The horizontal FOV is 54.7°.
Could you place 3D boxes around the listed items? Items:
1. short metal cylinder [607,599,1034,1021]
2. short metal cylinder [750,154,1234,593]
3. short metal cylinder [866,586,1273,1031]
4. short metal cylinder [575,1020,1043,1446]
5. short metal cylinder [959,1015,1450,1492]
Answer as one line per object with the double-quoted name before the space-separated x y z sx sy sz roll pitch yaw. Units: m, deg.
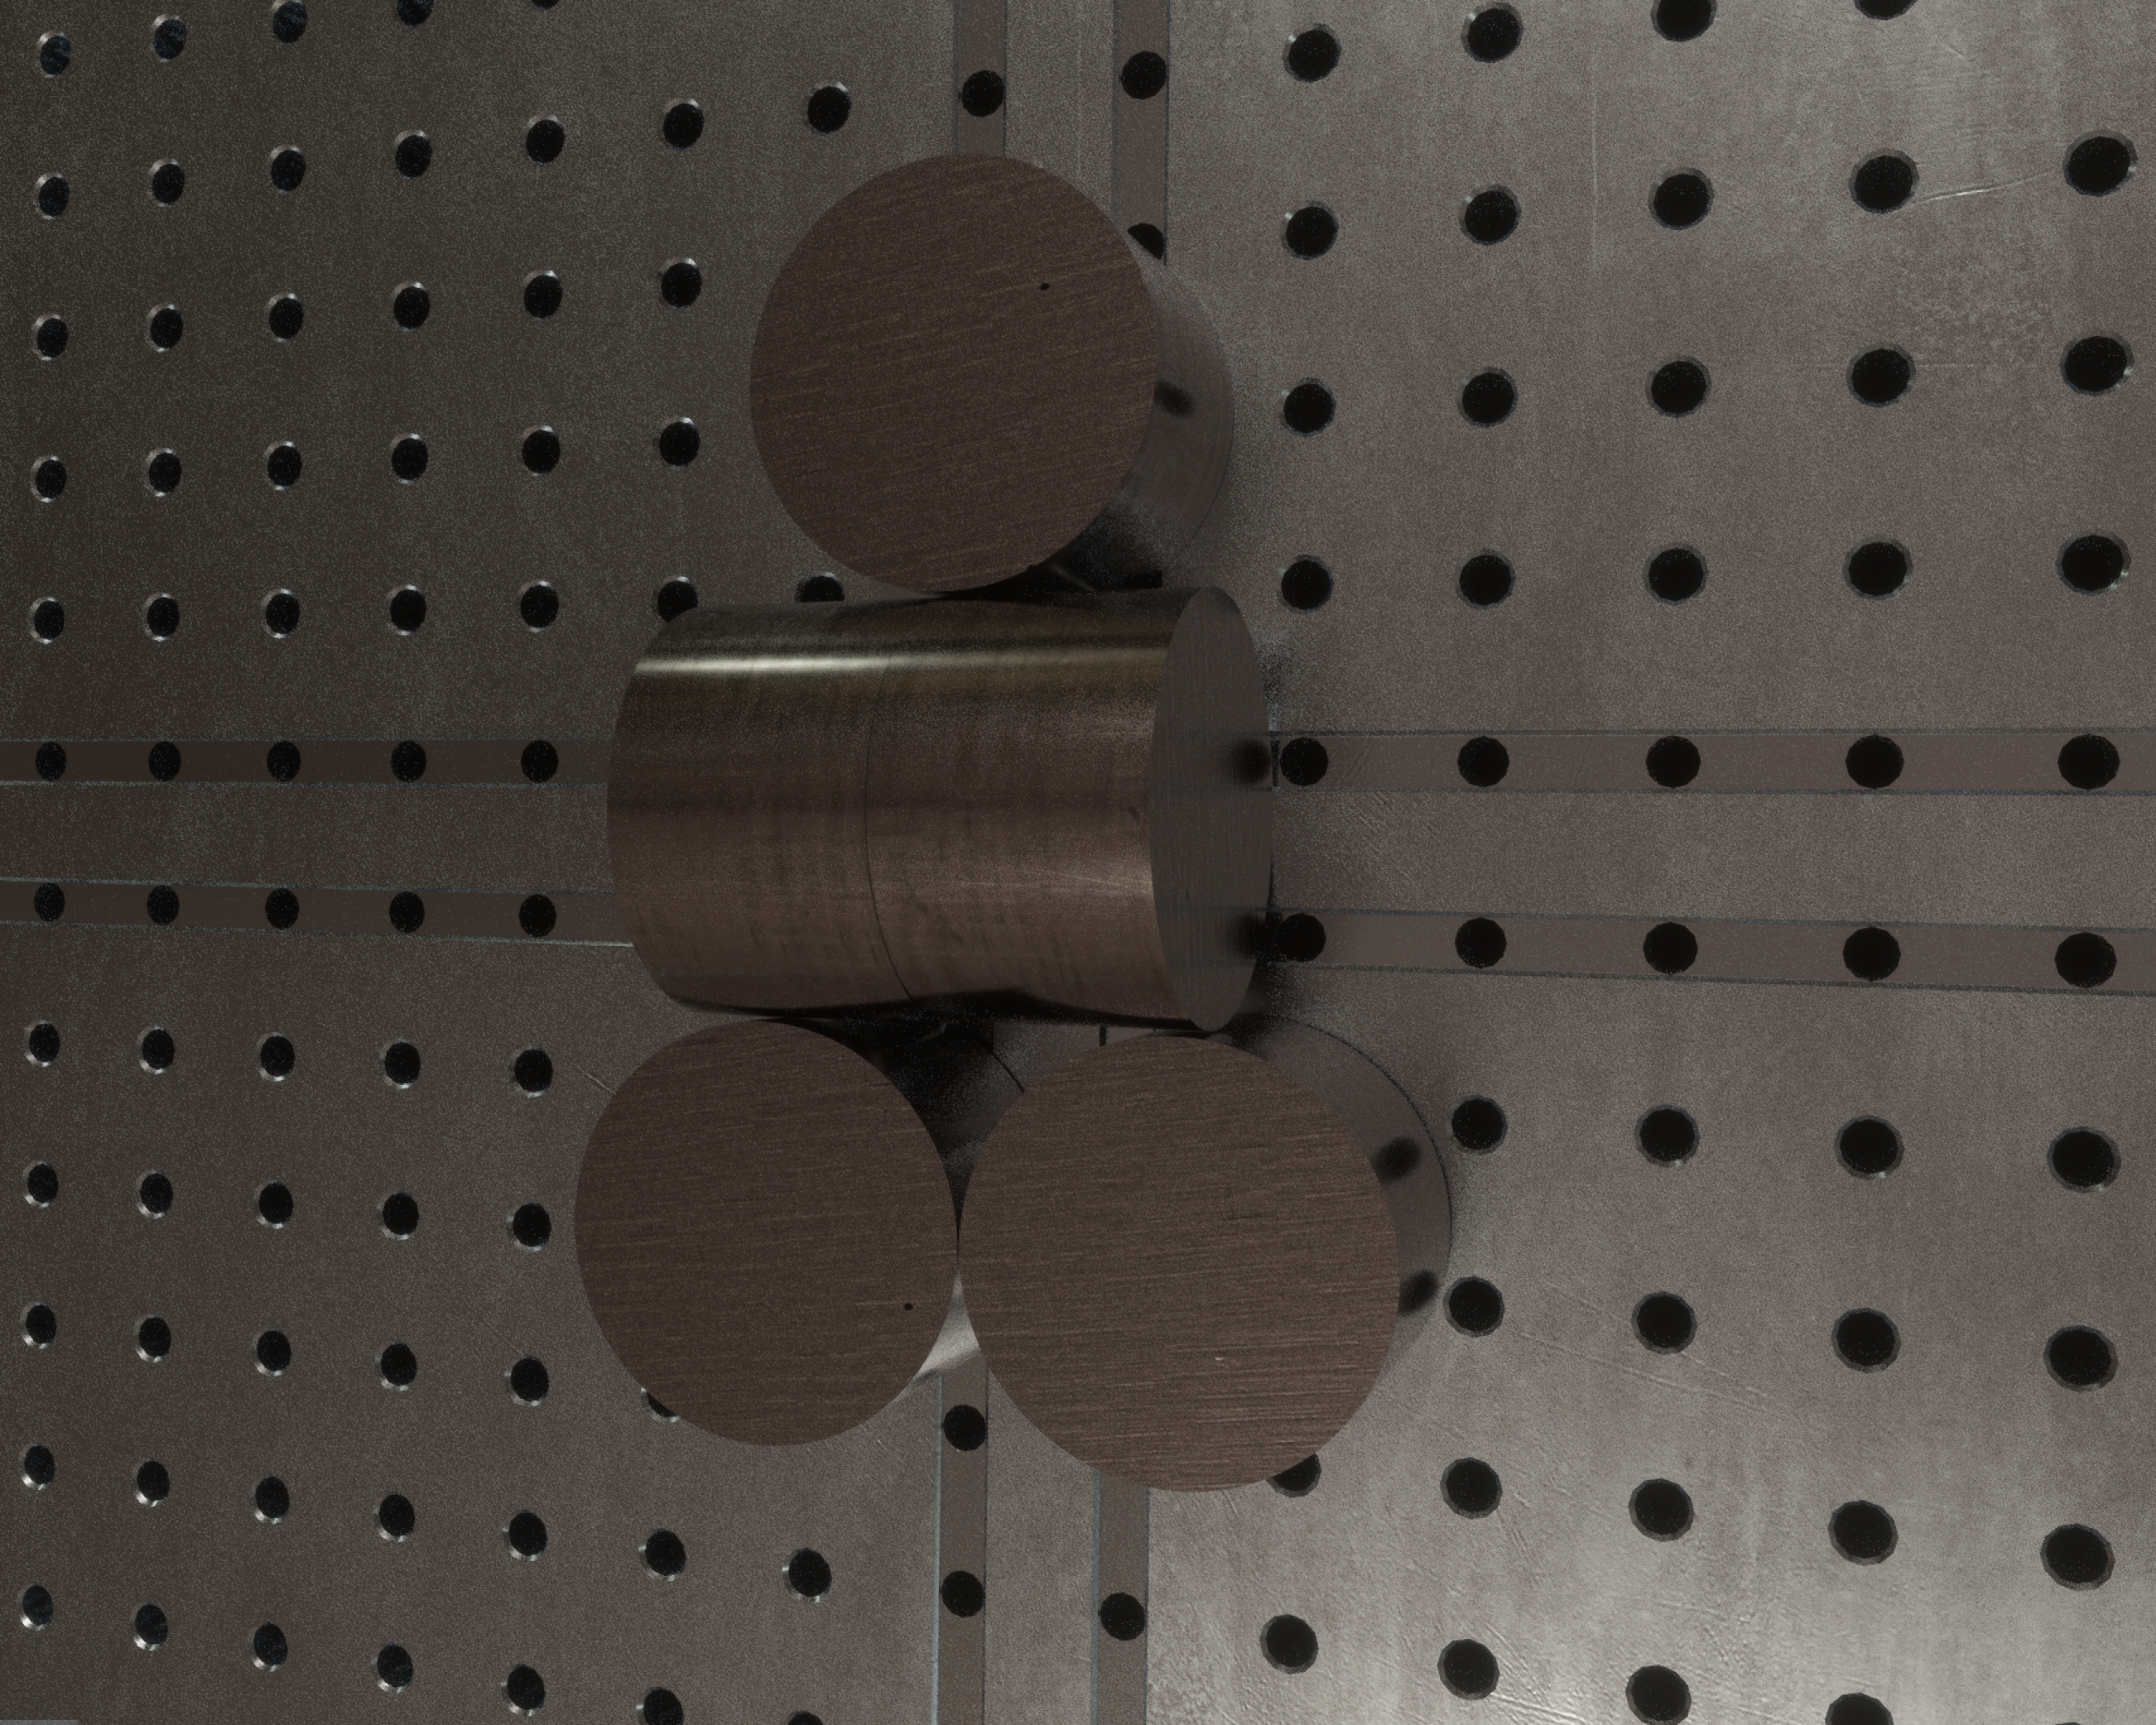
"short metal cylinder" -0.046 -0.010 0.399 0.050 0.080 0.079 0 90 20
"short metal cylinder" -0.015 -0.089 0.404 0.080 0.050 0.079 0 90 19
"short metal cylinder" 0.001 -0.010 0.383 0.050 0.080 0.079 0 90 20
"short metal cylinder" -0.051 0.070 0.415 0.080 0.050 0.079 0 90 19
"short metal cylinder" 0.025 0.070 0.388 0.080 0.050 0.079 0 90 19
